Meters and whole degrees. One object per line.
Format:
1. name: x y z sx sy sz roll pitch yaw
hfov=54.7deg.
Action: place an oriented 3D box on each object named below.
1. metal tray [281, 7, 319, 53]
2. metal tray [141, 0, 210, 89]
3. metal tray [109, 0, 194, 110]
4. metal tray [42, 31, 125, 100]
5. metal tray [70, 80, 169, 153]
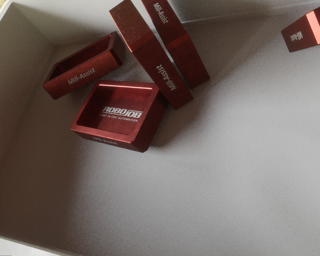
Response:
1. metal tray: 0.186 -0.114 0.319 0.090 0.130 0.030 -23 95 14
2. metal tray: 0.020 -0.126 0.430 0.030 0.090 0.130 -29 52 10
3. metal tray: -0.008 -0.091 0.399 0.030 0.130 0.090 -33 52 7
4. metal tray: -0.123 -0.105 0.512 0.130 0.030 0.090 -24 33 13
5. metal tray: -0.058 -0.021 0.438 0.130 0.030 0.090 10 66 37
